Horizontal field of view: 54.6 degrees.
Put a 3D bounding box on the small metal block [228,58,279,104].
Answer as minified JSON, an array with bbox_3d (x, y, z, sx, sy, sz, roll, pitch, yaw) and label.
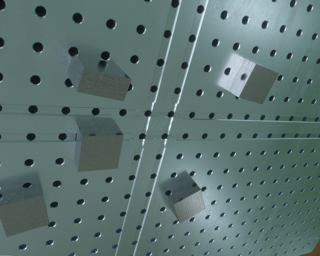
[{"bbox_3d":[0.134,-0.066,0.443,0.050,0.025,0.050,10,113,-33],"label":"small metal block"}]

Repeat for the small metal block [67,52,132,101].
[{"bbox_3d":[-0.065,-0.054,0.326,0.050,0.050,0.025,10,114,-33],"label":"small metal block"}]

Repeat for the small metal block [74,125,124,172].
[{"bbox_3d":[-0.077,0.025,0.384,0.050,0.025,0.050,-1,119,-28],"label":"small metal block"}]

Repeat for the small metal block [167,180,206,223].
[{"bbox_3d":[0.044,0.121,0.509,0.050,0.025,0.050,-26,128,-12],"label":"small metal block"}]

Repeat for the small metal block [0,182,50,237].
[{"bbox_3d":[-0.167,0.100,0.381,0.050,0.025,0.050,-12,124,-22],"label":"small metal block"}]
